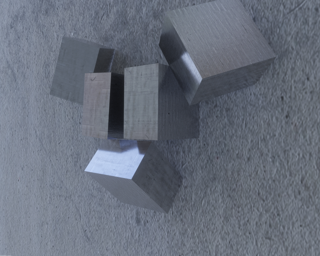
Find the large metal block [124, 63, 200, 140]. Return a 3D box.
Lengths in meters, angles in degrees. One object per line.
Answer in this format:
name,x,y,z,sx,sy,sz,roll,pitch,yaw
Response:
large metal block,0.004,-0.028,0.365,0.050,0.081,0.079,1,91,40

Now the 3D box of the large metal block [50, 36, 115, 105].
large metal block,-0.109,-0.083,0.446,0.050,0.080,0.079,18,104,1

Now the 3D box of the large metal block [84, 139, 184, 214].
large metal block,-0.031,0.059,0.386,0.080,0.080,0.050,1,52,40

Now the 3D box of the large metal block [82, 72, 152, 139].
large metal block,-0.054,-0.028,0.413,0.050,0.081,0.079,6,94,39

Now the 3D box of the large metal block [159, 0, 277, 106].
large metal block,0.054,-0.079,0.316,0.050,0.081,0.080,108,140,-64
